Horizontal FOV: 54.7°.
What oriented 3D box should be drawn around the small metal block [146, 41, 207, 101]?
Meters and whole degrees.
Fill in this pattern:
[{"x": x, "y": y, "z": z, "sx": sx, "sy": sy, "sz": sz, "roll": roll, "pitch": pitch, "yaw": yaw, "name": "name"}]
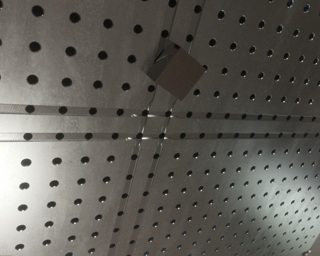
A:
[{"x": 0.021, "y": -0.069, "z": 0.381, "sx": 0.050, "sy": 0.025, "sz": 0.050, "roll": 31, "pitch": 101, "yaw": -39, "name": "small metal block"}]
